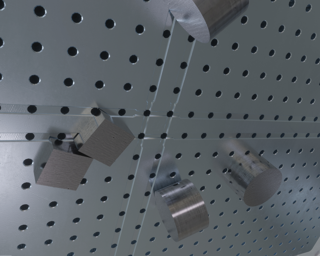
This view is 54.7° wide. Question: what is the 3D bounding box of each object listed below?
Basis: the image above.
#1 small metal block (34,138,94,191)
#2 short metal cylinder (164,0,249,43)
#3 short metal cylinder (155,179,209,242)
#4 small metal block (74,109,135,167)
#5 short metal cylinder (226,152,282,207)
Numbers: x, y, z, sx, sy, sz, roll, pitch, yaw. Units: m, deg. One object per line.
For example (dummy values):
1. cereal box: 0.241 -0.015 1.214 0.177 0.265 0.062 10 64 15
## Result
1. small metal block: -0.117 0.045 0.375 0.050 0.025 0.050 20 108 -36
2. short metal cylinder: 0.043 -0.135 0.316 0.050 0.080 0.080 -40 130 -1
3. short metal cylinder: 0.031 0.124 0.470 0.050 0.080 0.079 -20 126 -17
4. small metal block: -0.068 0.013 0.382 0.050 0.025 0.050 -49 129 6
5. short metal cylinder: 0.163 0.089 0.540 0.081 0.050 0.079 -14 124 -21
